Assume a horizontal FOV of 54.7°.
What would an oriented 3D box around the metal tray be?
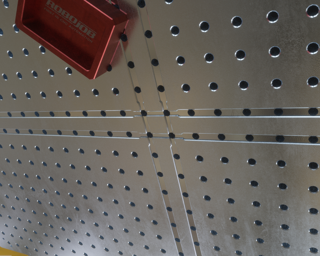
[{"bbox_3d":[-0.114,-0.133,0.385,0.130,0.030,0.089,36,129,4],"label":"metal tray"}]
